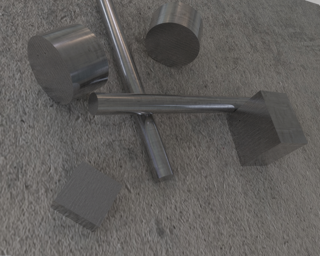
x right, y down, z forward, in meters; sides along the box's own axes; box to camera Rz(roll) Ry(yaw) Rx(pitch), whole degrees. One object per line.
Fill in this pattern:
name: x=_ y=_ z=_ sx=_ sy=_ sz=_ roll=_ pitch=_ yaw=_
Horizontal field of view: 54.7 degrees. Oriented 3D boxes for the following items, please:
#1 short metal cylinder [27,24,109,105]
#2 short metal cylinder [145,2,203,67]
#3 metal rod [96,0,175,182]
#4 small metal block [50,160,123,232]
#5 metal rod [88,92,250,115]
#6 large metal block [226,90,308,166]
short metal cylinder: x=-0.106 y=-0.073 z=0.357 sx=0.080 sy=0.080 sz=0.050 roll=49 pitch=51 yaw=6
short metal cylinder: x=0.022 y=-0.139 z=0.465 sx=0.080 sy=0.080 sz=0.050 roll=23 pitch=53 yaw=-15
metal rod: x=-0.041 y=-0.071 z=0.424 sx=0.025 sy=0.025 sz=0.299 roll=-6 pitch=65 yaw=-31
small metal block: x=-0.075 y=0.071 z=0.320 sx=0.050 sy=0.025 sz=0.050 roll=33 pitch=51 yaw=-7
metal rod: x=0.048 y=-0.033 z=0.426 sx=0.302 sy=0.025 sz=0.025 roll=-3 pitch=63 yaw=-37
large metal block: x=0.150 y=0.003 z=0.447 sx=0.050 sy=0.080 sz=0.080 roll=3 pitch=61 yaw=-27
